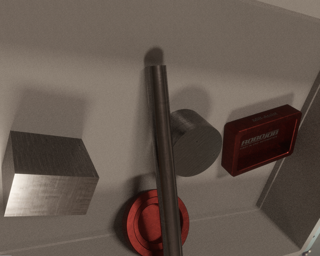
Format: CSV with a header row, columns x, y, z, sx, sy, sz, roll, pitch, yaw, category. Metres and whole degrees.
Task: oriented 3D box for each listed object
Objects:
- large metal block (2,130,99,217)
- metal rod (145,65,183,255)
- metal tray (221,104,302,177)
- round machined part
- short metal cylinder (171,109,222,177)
x,y,z,sx,sy,sz,roll,pitch,yaw,category
-0.122,0.049,0.337,0.081,0.080,0.050,9,114,-33,large metal block
0.009,0.074,0.384,0.025,0.025,0.298,-9,98,-24,metal rod
0.167,0.020,0.511,0.131,0.030,0.089,-16,125,-20,metal tray
-0.009,0.141,0.460,0.099,0.042,0.098,6,75,-23,round machined part
0.038,0.020,0.428,0.081,0.050,0.079,-14,125,-21,short metal cylinder
